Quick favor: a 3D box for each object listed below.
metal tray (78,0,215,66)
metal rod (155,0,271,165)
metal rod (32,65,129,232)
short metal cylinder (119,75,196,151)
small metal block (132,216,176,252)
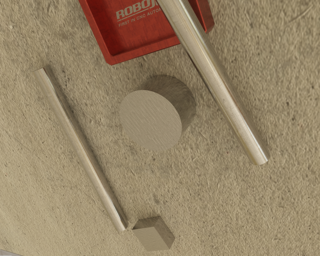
[{"bbox_3d":[-0.018,-0.128,0.332,0.130,0.030,0.090,-9,114,32],"label":"metal tray"},{"bbox_3d":[0.039,-0.075,0.302,0.025,0.025,0.299,-17,122,34],"label":"metal rod"},{"bbox_3d":[-0.119,0.045,0.494,0.025,0.025,0.299,-9,115,31],"label":"metal rod"},{"bbox_3d":[-0.002,-0.019,0.379,0.080,0.050,0.079,13,124,20],"label":"short metal cylinder"},{"bbox_3d":[-0.011,0.179,0.521,0.050,0.025,0.050,-21,107,35],"label":"small metal block"}]
